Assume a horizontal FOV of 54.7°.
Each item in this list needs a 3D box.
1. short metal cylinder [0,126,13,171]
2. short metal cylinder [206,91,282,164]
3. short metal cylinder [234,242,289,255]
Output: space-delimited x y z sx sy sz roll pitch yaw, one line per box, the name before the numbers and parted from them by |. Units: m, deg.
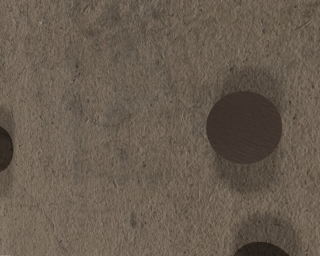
short metal cylinder | -0.285 0.035 0.494 0.080 0.050 0.079 0 90 19
short metal cylinder | 0.099 -0.001 0.361 0.080 0.050 0.079 0 90 19
short metal cylinder | 0.118 0.179 0.354 0.080 0.050 0.079 0 90 19
